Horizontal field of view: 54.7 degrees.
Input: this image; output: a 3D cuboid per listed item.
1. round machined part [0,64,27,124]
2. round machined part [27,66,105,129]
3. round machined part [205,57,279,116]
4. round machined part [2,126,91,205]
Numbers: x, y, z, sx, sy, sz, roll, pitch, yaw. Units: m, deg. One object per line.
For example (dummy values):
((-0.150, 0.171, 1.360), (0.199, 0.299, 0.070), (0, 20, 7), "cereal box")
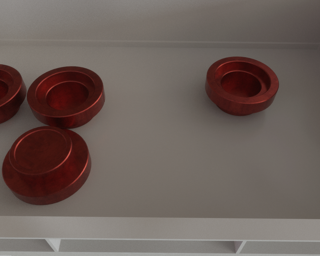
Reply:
((-0.234, -0.041, 0.426), (0.099, 0.042, 0.098), (0, 50, 0), "round machined part")
((-0.124, -0.037, 0.424), (0.099, 0.042, 0.098), (0, 50, 0), "round machined part")
((0.114, -0.055, 0.442), (0.099, 0.042, 0.098), (0, 50, 0), "round machined part")
((-0.133, 0.036, 0.362), (0.099, 0.042, 0.098), (0, 50, 0), "round machined part")
